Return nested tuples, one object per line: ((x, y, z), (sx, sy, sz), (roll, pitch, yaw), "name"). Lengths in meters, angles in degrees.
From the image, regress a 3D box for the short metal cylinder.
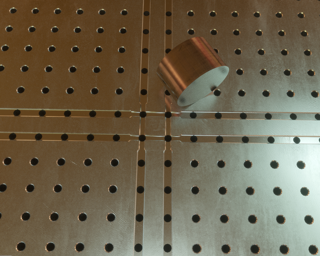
((0.043, -0.073, 0.410), (0.080, 0.080, 0.050), (-30, 73, -11), "short metal cylinder")
